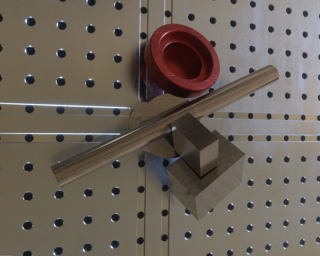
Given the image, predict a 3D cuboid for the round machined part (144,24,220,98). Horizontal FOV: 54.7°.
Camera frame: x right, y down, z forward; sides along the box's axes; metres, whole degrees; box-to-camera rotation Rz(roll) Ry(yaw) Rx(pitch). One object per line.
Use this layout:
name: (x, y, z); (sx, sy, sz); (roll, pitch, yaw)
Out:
round machined part: (0.025, -0.082, 0.401); (0.099, 0.042, 0.098); (11, 63, -22)

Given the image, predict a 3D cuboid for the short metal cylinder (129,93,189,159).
short metal cylinder: (0.005, -0.003, 0.401); (0.081, 0.050, 0.079); (0, 90, -21)

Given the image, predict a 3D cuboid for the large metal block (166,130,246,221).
large metal block: (0.060, 0.062, 0.398); (0.080, 0.050, 0.080); (-37, 147, -16)

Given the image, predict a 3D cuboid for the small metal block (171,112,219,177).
small metal block: (0.039, 0.019, 0.350); (0.025, 0.050, 0.050); (-31, 143, -18)

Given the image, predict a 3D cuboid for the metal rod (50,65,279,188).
metal rod: (0.021, -0.011, 0.368); (0.302, 0.025, 0.025); (-26, 99, -19)
